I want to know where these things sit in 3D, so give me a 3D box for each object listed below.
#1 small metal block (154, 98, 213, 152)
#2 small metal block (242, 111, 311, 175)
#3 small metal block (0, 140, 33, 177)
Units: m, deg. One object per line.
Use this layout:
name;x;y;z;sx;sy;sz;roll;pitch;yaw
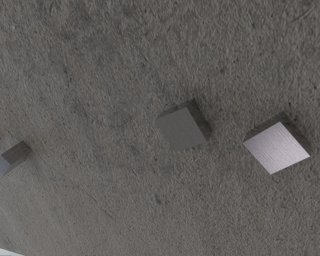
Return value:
small metal block;0.030;-0.002;0.390;0.050;0.025;0.050;-22;107;36
small metal block;0.131;0.018;0.349;0.050;0.025;0.050;47;129;-6
small metal block;-0.270;0.056;0.568;0.025;0.050;0.050;47;129;-4
